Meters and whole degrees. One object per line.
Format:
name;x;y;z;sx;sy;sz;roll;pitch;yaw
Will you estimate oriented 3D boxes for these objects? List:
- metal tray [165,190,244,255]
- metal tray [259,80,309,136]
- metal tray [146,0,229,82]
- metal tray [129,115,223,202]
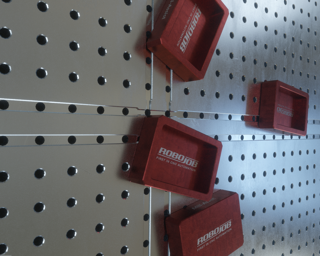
metal tray;0.071;0.156;0.465;0.131;0.030;0.090;-14;99;-39
metal tray;0.247;-0.036;0.610;0.131;0.030;0.090;10;84;-39
metal tray;0.044;-0.143;0.440;0.090;0.030;0.130;35;68;-34
metal tray;0.027;0.044;0.427;0.131;0.030;0.090;23;76;-38
